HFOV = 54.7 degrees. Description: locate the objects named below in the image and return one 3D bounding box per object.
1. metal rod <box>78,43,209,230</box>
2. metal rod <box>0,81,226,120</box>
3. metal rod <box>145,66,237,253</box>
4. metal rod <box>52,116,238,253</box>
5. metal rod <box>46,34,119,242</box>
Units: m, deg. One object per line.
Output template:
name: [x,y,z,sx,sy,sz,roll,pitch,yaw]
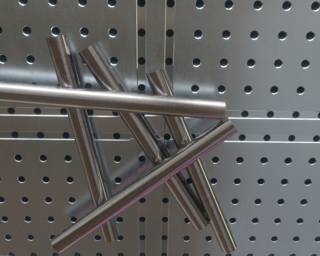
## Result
metal rod: [-0.013,0.024,0.421,0.025,0.025,0.299,-29,108,10]
metal rod: [-0.073,-0.034,0.373,0.302,0.025,0.025,5,110,-3]
metal rod: [0.050,0.057,0.435,0.025,0.025,0.299,-22,109,7]
metal rod: [-0.028,0.081,0.416,0.300,0.025,0.025,-36,107,12]
metal rod: [-0.099,0.028,0.422,0.025,0.025,0.298,-9,110,3]
